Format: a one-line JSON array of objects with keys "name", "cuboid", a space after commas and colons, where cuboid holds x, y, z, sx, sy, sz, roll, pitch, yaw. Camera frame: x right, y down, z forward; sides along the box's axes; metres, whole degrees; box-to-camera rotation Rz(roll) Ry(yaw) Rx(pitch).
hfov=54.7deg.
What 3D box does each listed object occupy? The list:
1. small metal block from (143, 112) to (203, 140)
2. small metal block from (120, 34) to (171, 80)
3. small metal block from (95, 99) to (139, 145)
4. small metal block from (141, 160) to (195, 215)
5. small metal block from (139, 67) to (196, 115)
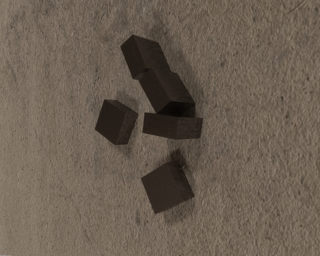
[{"name": "small metal block", "cuboid": [0.016, -0.003, 0.374, 0.050, 0.050, 0.025, 10, 97, 39]}, {"name": "small metal block", "cuboid": [-0.017, -0.088, 0.401, 0.025, 0.050, 0.050, -34, 70, 35]}, {"name": "small metal block", "cuboid": [-0.065, -0.009, 0.456, 0.050, 0.025, 0.050, 33, 110, 35]}, {"name": "small metal block", "cuboid": [0.009, 0.076, 0.396, 0.050, 0.025, 0.050, -36, 68, 34]}, {"name": "small metal block", "cuboid": [0.009, -0.044, 0.379, 0.025, 0.050, 0.050, -42, 65, 32]}]
